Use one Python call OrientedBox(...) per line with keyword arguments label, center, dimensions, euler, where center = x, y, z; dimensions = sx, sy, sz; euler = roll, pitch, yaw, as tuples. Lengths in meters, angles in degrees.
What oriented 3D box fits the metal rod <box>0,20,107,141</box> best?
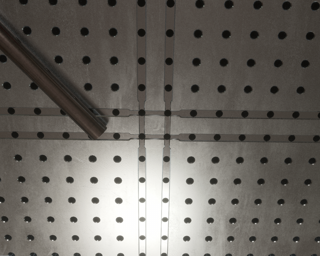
OrientedBox(label="metal rod", center=(-0.178, -0.098, 0.374), dimensions=(0.025, 0.025, 0.300), euler=(-39, 106, 13))
